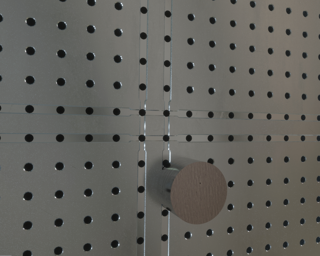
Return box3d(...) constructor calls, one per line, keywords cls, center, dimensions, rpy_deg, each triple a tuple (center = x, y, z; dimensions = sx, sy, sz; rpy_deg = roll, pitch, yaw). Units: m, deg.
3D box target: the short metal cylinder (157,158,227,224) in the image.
box3d(cls="short metal cylinder", center=(0.042, 0.082, 0.416), dimensions=(0.081, 0.050, 0.079), rpy_deg=(0, 90, -21))
